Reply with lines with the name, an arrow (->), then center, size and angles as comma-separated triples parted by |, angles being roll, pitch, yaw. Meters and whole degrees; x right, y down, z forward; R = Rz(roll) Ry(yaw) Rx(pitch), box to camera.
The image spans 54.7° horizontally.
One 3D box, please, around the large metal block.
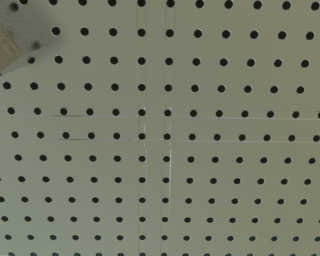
large metal block -> -0.179, -0.107, 0.342 | 0.050, 0.080, 0.080 | -32, 107, 11
